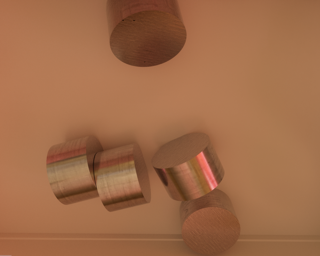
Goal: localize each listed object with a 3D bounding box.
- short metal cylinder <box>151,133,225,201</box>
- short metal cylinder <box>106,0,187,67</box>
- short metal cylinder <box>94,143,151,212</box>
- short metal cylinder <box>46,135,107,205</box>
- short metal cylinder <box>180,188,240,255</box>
[{"bbox_3d":[0.036,0.048,0.400,0.080,0.080,0.050,-24,109,8],"label":"short metal cylinder"},{"bbox_3d":[-0.016,-0.112,0.335,0.081,0.050,0.080,-8,151,-4],"label":"short metal cylinder"},{"bbox_3d":[-0.047,0.064,0.405,0.050,0.080,0.080,-15,110,5],"label":"short metal cylinder"},{"bbox_3d":[-0.103,0.054,0.401,0.050,0.080,0.080,-15,110,5],"label":"short metal cylinder"},{"bbox_3d":[0.070,0.133,0.448,0.081,0.050,0.079,0,110,0],"label":"short metal cylinder"}]
